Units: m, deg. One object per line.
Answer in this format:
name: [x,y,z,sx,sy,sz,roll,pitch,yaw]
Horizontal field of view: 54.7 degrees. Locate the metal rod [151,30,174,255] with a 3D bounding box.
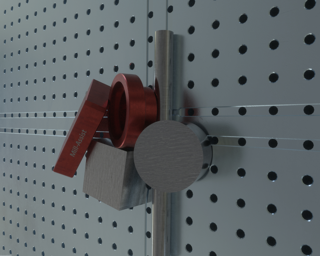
metal rod: [0.003,0.024,0.408,0.025,0.025,0.298,1,91,40]

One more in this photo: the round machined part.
round machined part: [-0.036,-0.022,0.412,0.098,0.042,0.097,-178,90,-65]

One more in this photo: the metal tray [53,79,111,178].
metal tray: [-0.118,0.000,0.471,0.129,0.030,0.090,-59,18,23]

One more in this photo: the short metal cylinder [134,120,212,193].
short metal cylinder: [0.016,0.031,0.363,0.080,0.050,0.079,0,90,20]

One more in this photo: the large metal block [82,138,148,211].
large metal block: [-0.062,0.062,0.444,0.080,0.050,0.079,14,99,39]
